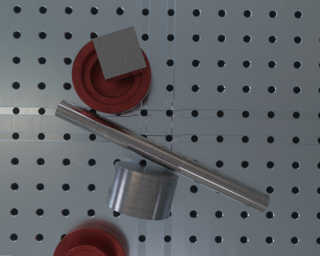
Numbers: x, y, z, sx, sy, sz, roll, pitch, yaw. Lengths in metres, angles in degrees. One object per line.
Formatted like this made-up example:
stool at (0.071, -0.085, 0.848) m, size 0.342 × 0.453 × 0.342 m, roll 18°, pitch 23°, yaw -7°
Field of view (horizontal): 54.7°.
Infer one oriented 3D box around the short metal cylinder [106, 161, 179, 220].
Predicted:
short metal cylinder at (-0.022, 0.076, 0.386) m, size 0.080 × 0.080 × 0.050 m, roll 13°, pitch 90°, yaw 0°

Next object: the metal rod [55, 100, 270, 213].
metal rod at (0.004, 0.037, 0.413) m, size 0.301 × 0.025 × 0.025 m, roll 25°, pitch 90°, yaw 0°

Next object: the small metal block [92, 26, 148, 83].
small metal block at (-0.047, -0.087, 0.371) m, size 0.050 × 0.025 × 0.050 m, roll -18°, pitch 90°, yaw 0°

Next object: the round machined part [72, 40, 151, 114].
round machined part at (-0.060, -0.067, 0.404) m, size 0.099 × 0.042 × 0.097 m, roll 0°, pitch 90°, yaw 0°

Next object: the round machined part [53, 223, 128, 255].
round machined part at (-0.093, 0.179, 0.404) m, size 0.099 × 0.042 × 0.097 m, roll 0°, pitch 90°, yaw 0°
